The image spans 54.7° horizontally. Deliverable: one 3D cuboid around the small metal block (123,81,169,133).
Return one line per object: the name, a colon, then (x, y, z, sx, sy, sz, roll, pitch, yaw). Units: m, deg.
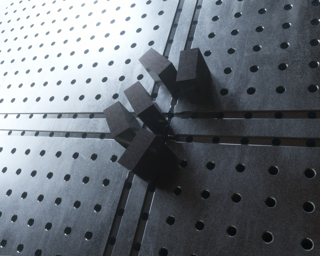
small metal block: (-0.018, -0.028, 0.417, 0.025, 0.050, 0.050, -35, 52, 5)

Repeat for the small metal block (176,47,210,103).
small metal block: (0.045, -0.069, 0.410, 0.025, 0.050, 0.050, -5, 60, 25)

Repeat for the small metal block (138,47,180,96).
small metal block: (0.003, -0.079, 0.438, 0.025, 0.050, 0.050, -44, 51, -2)

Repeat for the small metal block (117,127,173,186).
small metal block: (-0.016, 0.036, 0.378, 0.025, 0.050, 0.050, 25, 76, 36)

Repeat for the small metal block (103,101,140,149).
small metal block: (-0.046, 0.000, 0.415, 0.025, 0.050, 0.050, -32, 52, 8)
